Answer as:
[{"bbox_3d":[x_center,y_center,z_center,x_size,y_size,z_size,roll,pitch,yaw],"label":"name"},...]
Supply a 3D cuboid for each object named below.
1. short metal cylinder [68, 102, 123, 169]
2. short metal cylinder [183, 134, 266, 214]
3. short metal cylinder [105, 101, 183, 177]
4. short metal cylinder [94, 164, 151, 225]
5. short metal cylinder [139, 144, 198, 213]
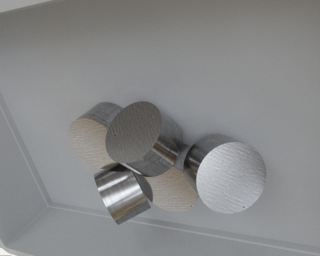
[{"bbox_3d":[-0.080,0.010,0.436,0.080,0.050,0.079,13,124,20],"label":"short metal cylinder"},{"bbox_3d":[0.073,0.051,0.356,0.081,0.050,0.079,-2,98,-11],"label":"short metal cylinder"},{"bbox_3d":[-0.019,0.014,0.379,0.080,0.080,0.050,-8,150,31],"label":"short metal cylinder"},{"bbox_3d":[-0.053,0.090,0.445,0.050,0.080,0.080,-27,109,-7],"label":"short metal cylinder"},{"bbox_3d":[0.020,0.067,0.420,0.080,0.050,0.079,13,124,20],"label":"short metal cylinder"}]
